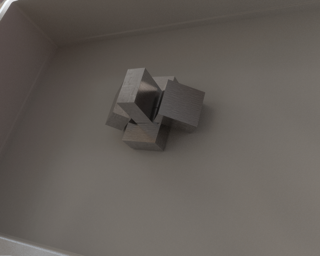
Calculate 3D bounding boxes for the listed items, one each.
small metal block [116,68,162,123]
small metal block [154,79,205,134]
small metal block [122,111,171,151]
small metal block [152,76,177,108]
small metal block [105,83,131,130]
[{"bbox_3d":[-0.025,-0.040,0.392,0.025,0.050,0.050,1,62,28],"label":"small metal block"},{"bbox_3d":[0.025,-0.027,0.392,0.050,0.025,0.050,19,67,-7],"label":"small metal block"},{"bbox_3d":[-0.016,0.001,0.411,0.050,0.025,0.050,3,63,29],"label":"small metal block"},{"bbox_3d":[-0.004,-0.044,0.431,0.050,0.025,0.050,3,63,29],"label":"small metal block"},{"bbox_3d":[-0.052,-0.030,0.432,0.050,0.025,0.050,139,150,-62],"label":"small metal block"}]
